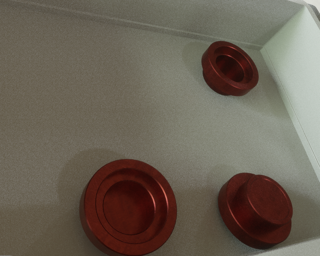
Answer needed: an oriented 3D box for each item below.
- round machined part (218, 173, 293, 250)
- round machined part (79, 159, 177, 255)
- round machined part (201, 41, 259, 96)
[{"bbox_3d":[0.128,0.099,0.396,0.099,0.042,0.098,16,46,-17],"label":"round machined part"},{"bbox_3d":[-0.035,0.085,0.325,0.099,0.042,0.098,14,56,-21],"label":"round machined part"},{"bbox_3d":[0.110,-0.093,0.513,0.099,0.042,0.098,14,56,-21],"label":"round machined part"}]
